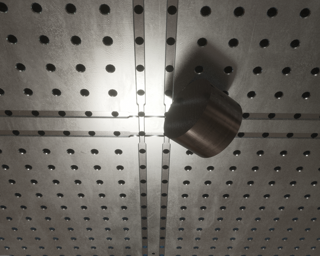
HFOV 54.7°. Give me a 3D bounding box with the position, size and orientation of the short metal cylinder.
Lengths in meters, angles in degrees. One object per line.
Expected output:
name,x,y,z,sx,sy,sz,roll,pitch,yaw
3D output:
short metal cylinder,0.049,-0.011,0.367,0.050,0.080,0.080,32,123,-25
